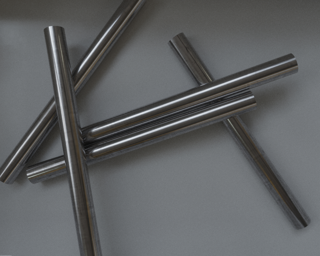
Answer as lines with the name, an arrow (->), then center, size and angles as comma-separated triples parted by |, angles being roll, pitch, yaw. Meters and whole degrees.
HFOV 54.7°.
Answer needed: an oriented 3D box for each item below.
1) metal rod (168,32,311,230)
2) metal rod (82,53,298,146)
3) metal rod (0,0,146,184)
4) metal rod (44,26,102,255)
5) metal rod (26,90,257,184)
metal rod -> 0.105, 0.004, 0.412 | 0.025, 0.025, 0.299 | -34, 90, 0
metal rod -> 0.020, -0.030, 0.392 | 0.301, 0.025, 0.025 | -19, 90, 7
metal rod -> -0.117, -0.054, 0.409 | 0.025, 0.025, 0.299 | 36, 90, -1
metal rod -> -0.106, 0.024, 0.378 | 0.025, 0.025, 0.298 | -10, 86, 0
metal rod -> -0.027, 0.014, 0.396 | 0.301, 0.025, 0.025 | -19, 90, 5
